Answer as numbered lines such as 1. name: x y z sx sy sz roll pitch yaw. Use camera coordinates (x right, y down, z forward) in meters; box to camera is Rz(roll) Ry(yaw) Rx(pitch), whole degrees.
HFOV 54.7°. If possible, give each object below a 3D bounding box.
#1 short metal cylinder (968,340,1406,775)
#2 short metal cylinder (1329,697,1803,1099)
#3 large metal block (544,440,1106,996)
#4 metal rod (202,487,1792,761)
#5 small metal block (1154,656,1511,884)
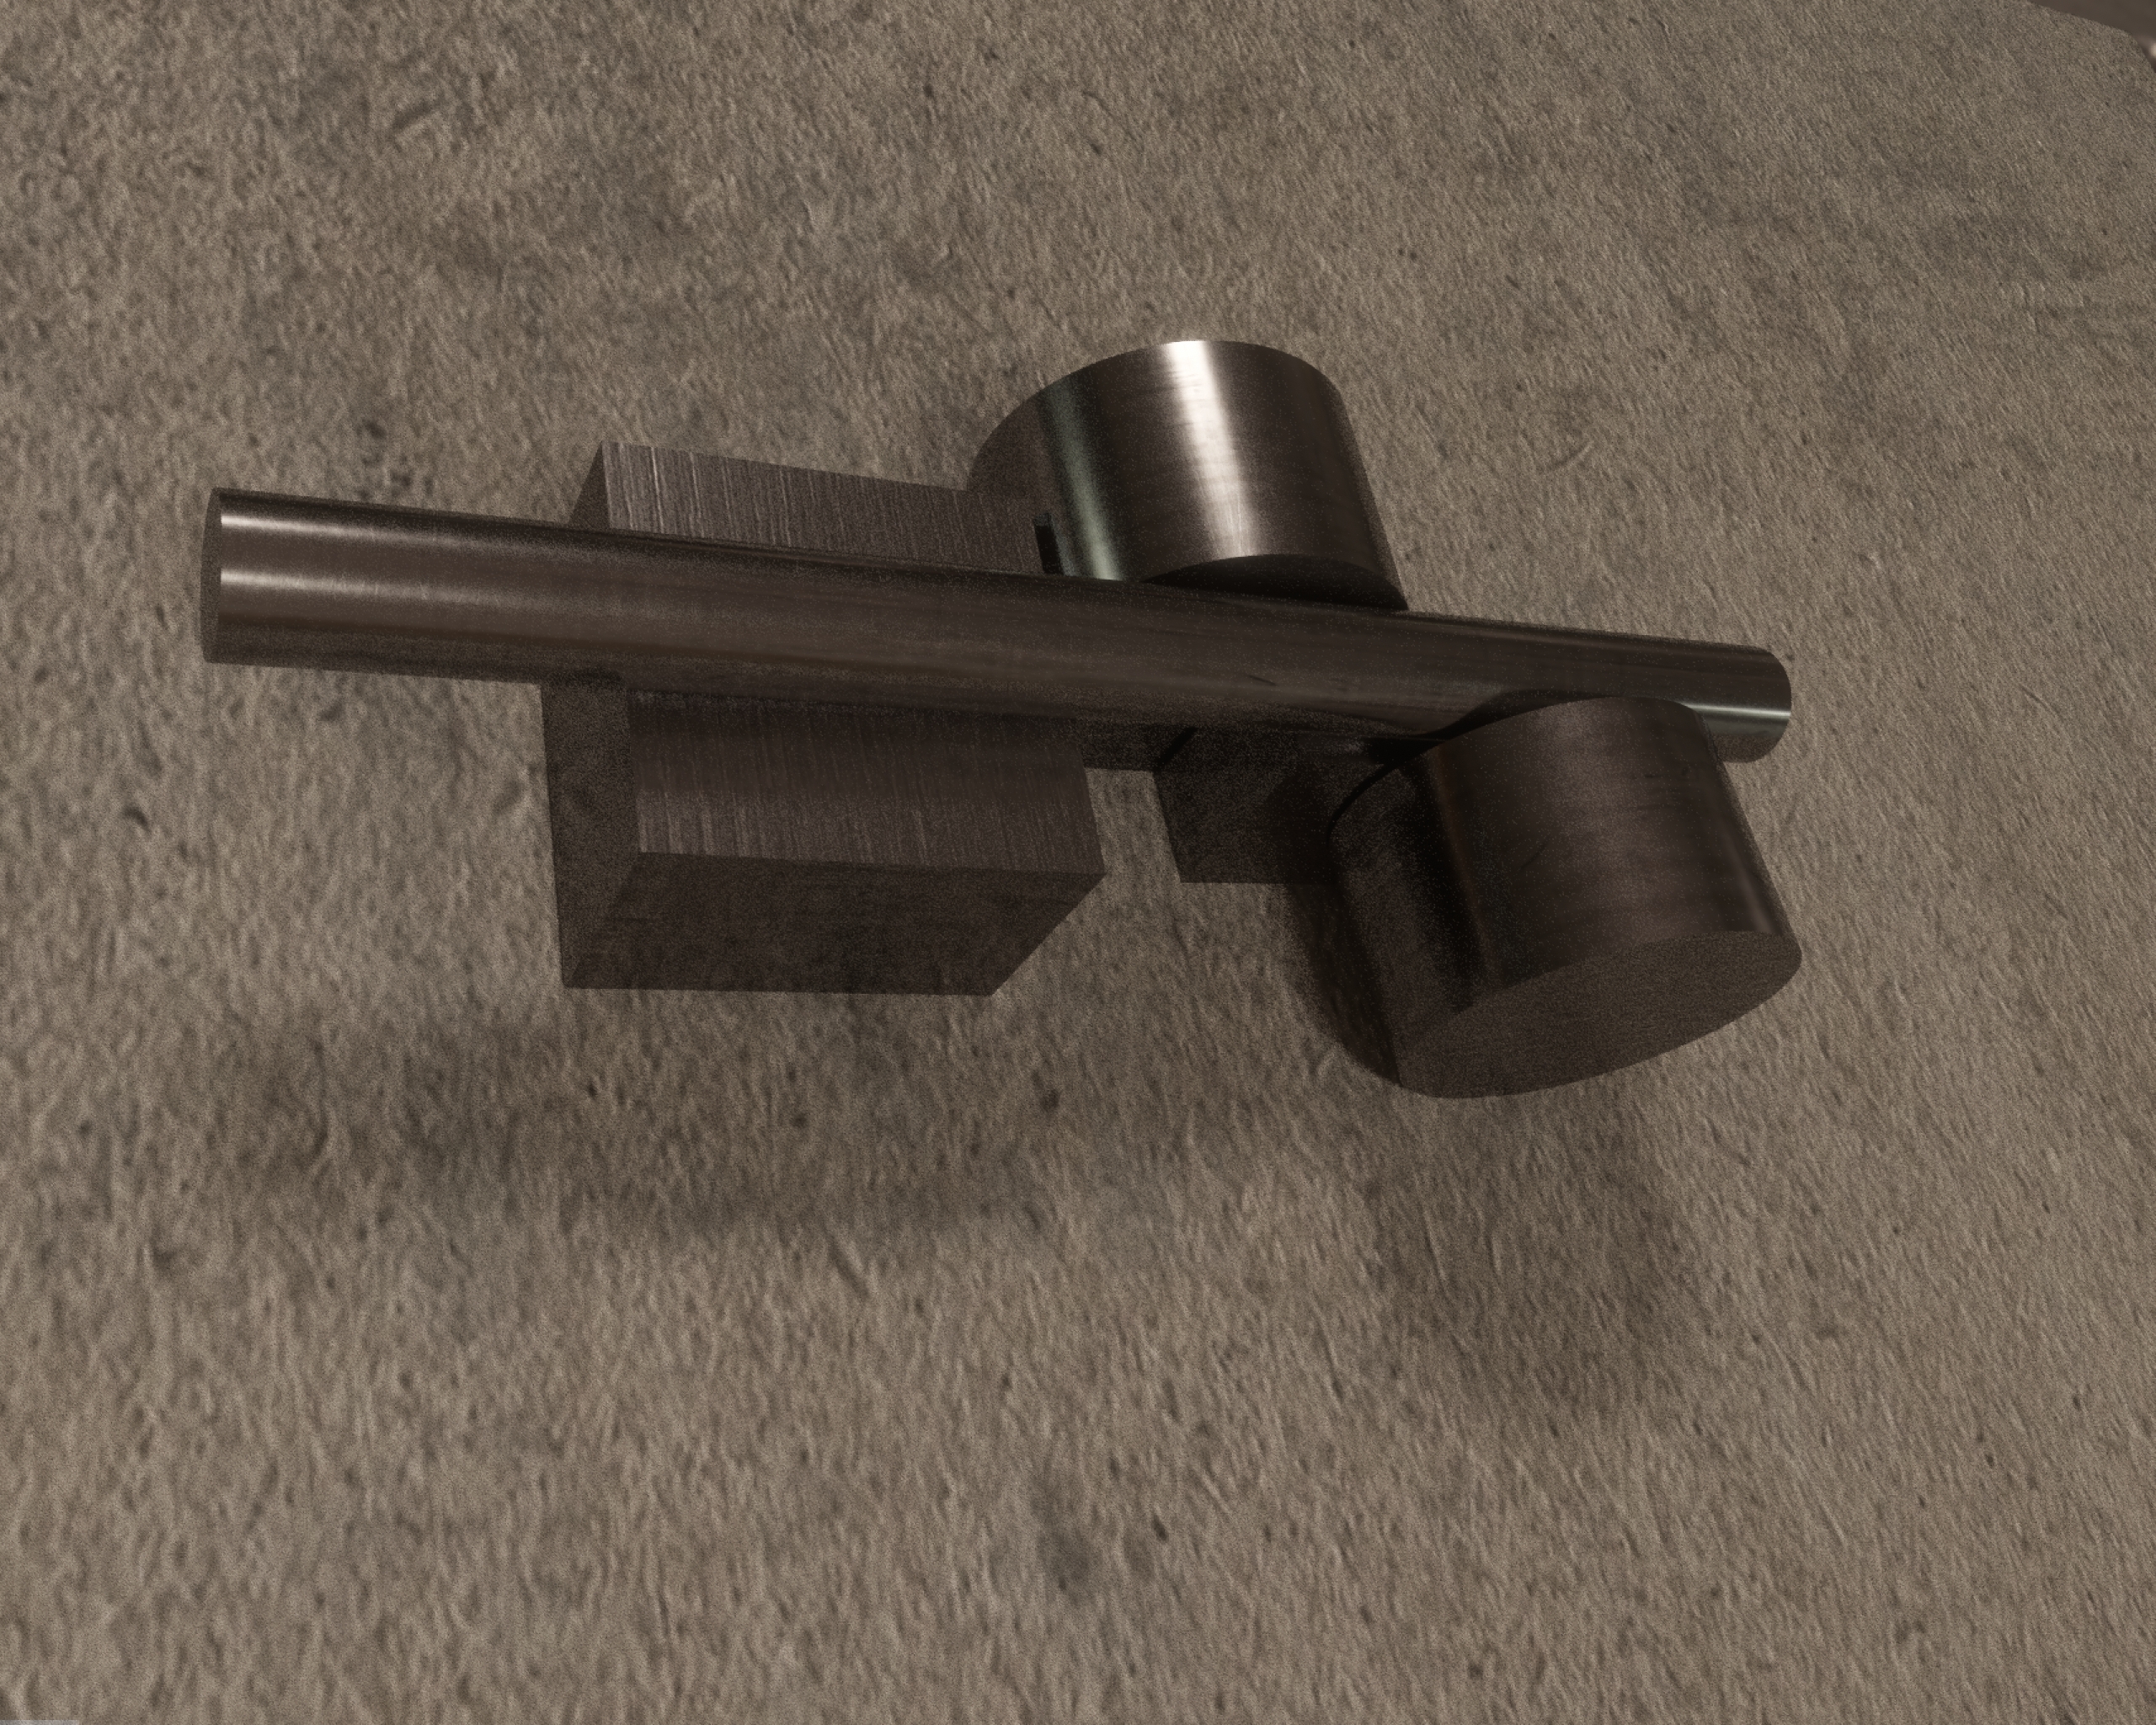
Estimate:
1. short metal cylinder: 0.022 -0.059 0.420 0.081 0.080 0.050 2 61 -28
2. short metal cylinder: 0.096 0.009 0.418 0.081 0.080 0.050 0 62 -29
3. large metal block: -0.049 -0.023 0.374 0.081 0.050 0.080 3 60 -27
4. metal rod: 0.009 -0.037 0.369 0.303 0.025 0.025 2 61 -29
5. small metal block: 0.051 -0.018 0.428 0.050 0.050 0.025 1 62 -28
